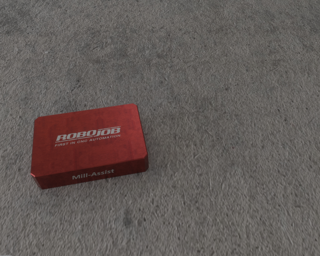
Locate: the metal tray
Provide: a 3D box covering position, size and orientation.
[{"bbox_3d":[-0.086,0.019,0.384,0.131,0.030,0.090,-9,51,-8],"label":"metal tray"}]
